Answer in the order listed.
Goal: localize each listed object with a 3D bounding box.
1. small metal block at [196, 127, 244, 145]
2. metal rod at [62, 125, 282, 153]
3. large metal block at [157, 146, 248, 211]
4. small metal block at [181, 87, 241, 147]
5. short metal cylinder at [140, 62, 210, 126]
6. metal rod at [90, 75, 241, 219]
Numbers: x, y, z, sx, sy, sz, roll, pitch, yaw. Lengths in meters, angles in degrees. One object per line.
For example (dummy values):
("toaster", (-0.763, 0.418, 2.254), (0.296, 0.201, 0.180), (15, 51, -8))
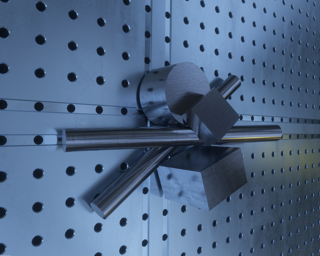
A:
("small metal block", (0.090, 0.012, 0.464), (0.050, 0.050, 0.025), (0, 90, -39))
("metal rod", (0.036, 0.010, 0.389), (0.303, 0.025, 0.025), (-1, 91, -27))
("large metal block", (0.056, 0.062, 0.415), (0.081, 0.080, 0.050), (-23, 105, -38))
("small metal block", (0.063, -0.014, 0.382), (0.050, 0.025, 0.050), (49, 59, -3))
("short metal cylinder", (0.021, -0.043, 0.406), (0.081, 0.050, 0.080), (1, 89, -40))
("metal rod", (0.026, 0.009, 0.428), (0.302, 0.025, 0.025), (-42, 116, -32))
